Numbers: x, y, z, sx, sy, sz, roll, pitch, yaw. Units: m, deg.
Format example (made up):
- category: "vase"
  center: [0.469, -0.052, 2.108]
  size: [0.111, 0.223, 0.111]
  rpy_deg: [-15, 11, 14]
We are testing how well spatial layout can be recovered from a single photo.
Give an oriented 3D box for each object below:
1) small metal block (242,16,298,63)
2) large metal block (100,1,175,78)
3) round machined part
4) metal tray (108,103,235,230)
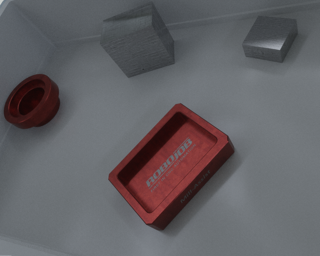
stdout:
- category: "small metal block"
  center: [0.143, -0.116, 0.401]
  size: [0.050, 0.025, 0.050]
  rpy_deg: [21, 73, 35]
- category: "large metal block"
  center: [-0.031, -0.129, 0.464]
  size: [0.080, 0.080, 0.050]
  rpy_deg: [-13, 56, 20]
- category: "round machined part"
  center: [-0.212, -0.041, 0.528]
  size: [0.098, 0.042, 0.098]
  rpy_deg: [-13, 56, 20]
- category: "metal tray"
  center: [0.012, 0.042, 0.369]
  size: [0.130, 0.030, 0.090]
  rpy_deg: [-47, 52, -5]
